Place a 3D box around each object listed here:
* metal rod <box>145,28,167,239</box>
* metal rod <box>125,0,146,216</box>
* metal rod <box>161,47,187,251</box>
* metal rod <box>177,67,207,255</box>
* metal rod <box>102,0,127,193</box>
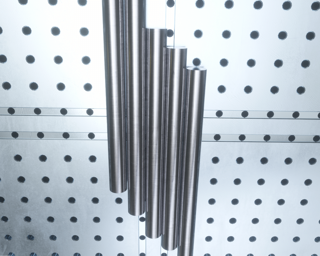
[{"bbox_3d":[-0.007,0.021,0.420,0.025,0.025,0.298,1,110,-1],"label":"metal rod"},{"bbox_3d":[-0.031,-0.017,0.406,0.025,0.025,0.298,1,110,-1],"label":"metal rod"},{"bbox_3d":[0.018,0.042,0.428,0.025,0.025,0.298,1,110,-1],"label":"metal rod"},{"bbox_3d":[0.043,0.066,0.437,0.025,0.025,0.298,1,110,-1],"label":"metal rod"},{"bbox_3d":[-0.057,-0.053,0.393,0.025,0.025,0.298,1,110,-1],"label":"metal rod"}]
